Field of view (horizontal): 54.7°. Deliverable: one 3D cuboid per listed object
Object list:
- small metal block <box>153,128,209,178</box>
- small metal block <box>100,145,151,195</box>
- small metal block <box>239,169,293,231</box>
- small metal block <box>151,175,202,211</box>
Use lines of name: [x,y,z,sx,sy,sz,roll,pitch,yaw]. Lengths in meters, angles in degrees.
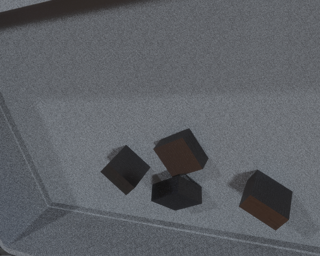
small metal block: [0.028,0.034,0.414,0.050,0.025,0.050,-24,106,36]
small metal block: [-0.050,0.061,0.455,0.050,0.050,0.025,43,129,-2]
small metal block: [0.130,0.086,0.377,0.050,0.050,0.025,33,129,6]
small metal block: [0.024,0.093,0.438,0.050,0.025,0.050,-27,136,37]
